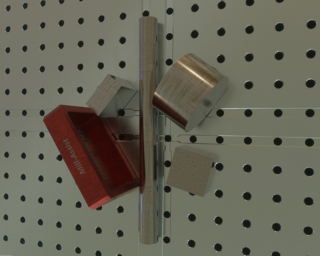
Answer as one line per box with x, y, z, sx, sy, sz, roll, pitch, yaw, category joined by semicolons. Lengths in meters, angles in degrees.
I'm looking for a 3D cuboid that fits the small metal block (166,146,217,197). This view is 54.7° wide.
0.041;0.055;0.398;0.050;0.025;0.050;16;95;19;small metal block

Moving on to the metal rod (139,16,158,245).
-0.015;0.003;0.416;0.025;0.025;0.298;0;90;19;metal rod

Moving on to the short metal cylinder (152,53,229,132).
0.036;-0.041;0.370;0.050;0.080;0.080;39;102;15;short metal cylinder

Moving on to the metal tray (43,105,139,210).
-0.086;0.033;0.406;0.030;0.090;0.130;-34;79;17;metal tray

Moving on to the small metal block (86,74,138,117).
-0.064;-0.042;0.420;0.025;0.050;0.050;43;103;14;small metal block
